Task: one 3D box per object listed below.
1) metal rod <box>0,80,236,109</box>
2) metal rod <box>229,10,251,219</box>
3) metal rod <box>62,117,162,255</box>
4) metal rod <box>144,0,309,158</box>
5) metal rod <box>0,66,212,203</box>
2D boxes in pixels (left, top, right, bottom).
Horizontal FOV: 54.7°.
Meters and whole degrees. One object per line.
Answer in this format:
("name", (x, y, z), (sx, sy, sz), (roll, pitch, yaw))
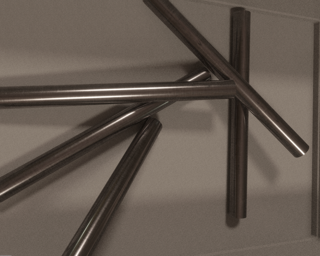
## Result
("metal rod", (-0.052, -0.041, 0.373), (0.302, 0.025, 0.025), (-4, 92, -14))
("metal rod", (0.117, -0.020, 0.455), (0.025, 0.025, 0.298), (1, 90, -20))
("metal rod", (-0.065, 0.097, 0.316), (0.025, 0.025, 0.301), (42, 49, -16))
("metal rod", (0.095, -0.070, 0.425), (0.300, 0.025, 0.025), (44, 76, -7))
("metal rod", (-0.059, -0.002, 0.389), (0.302, 0.025, 0.025), (-31, 101, -18))
